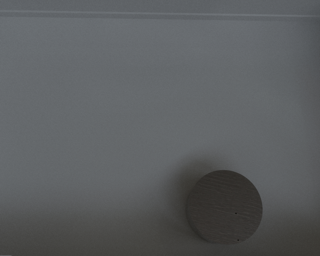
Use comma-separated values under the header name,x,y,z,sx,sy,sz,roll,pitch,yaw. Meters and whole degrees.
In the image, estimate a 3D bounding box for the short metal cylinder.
name,x,y,z,sx,sy,sz,roll,pitch,yaw
short metal cylinder,0.072,0.094,0.363,0.081,0.050,0.080,0,70,0
